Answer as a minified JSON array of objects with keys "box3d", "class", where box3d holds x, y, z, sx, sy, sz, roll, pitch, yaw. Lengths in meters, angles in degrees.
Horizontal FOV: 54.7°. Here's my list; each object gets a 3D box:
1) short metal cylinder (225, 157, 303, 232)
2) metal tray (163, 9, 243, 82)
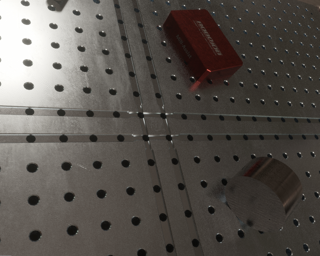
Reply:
[{"box3d":[0.131,0.084,0.395,0.050,0.080,0.080,-32,80,-38],"class":"short metal cylinder"},{"box3d":[0.075,-0.146,0.537,0.091,0.030,0.130,-18,71,-35],"class":"metal tray"}]
